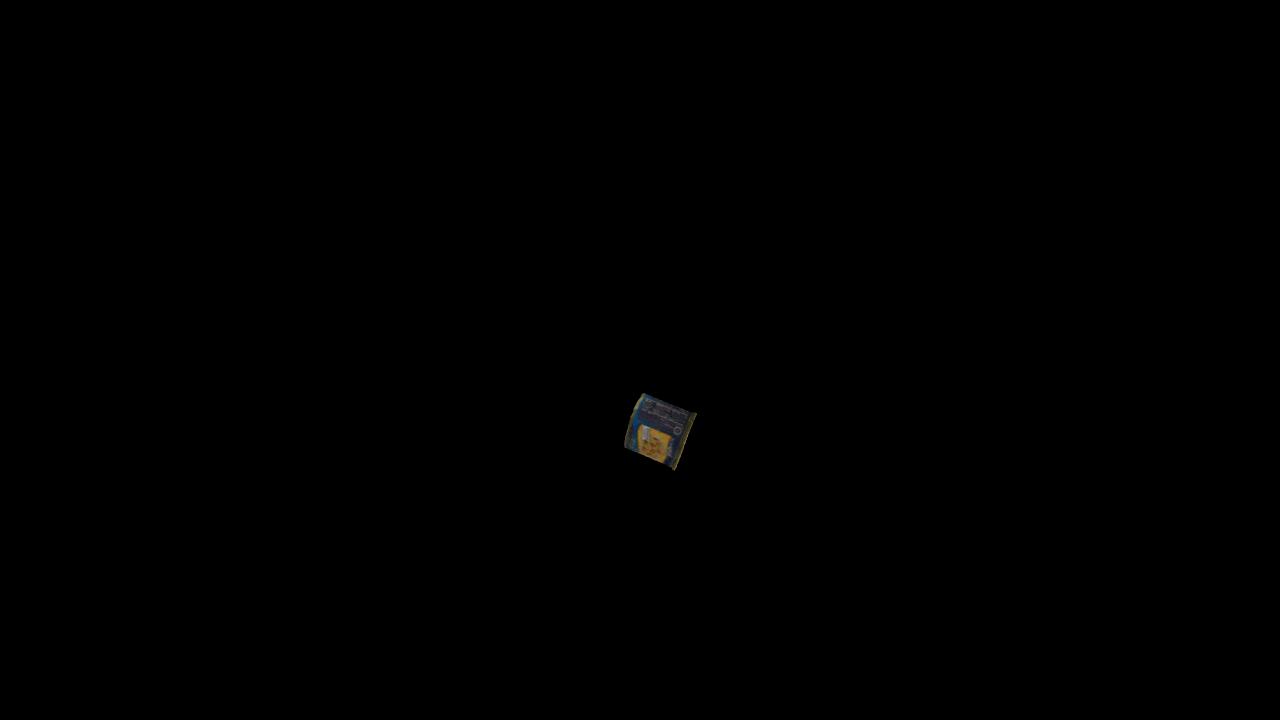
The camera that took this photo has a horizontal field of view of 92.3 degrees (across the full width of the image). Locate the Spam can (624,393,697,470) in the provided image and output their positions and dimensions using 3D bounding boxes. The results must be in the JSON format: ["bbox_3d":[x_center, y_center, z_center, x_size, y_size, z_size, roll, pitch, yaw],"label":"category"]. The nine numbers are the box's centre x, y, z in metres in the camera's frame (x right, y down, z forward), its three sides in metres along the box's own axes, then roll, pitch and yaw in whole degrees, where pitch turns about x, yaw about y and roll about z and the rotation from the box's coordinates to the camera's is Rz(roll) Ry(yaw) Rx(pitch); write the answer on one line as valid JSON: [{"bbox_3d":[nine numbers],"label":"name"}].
[{"bbox_3d":[0.028,0.104,0.897,0.085,0.058,0.101,21,-40,7],"label":"Spam can"}]
